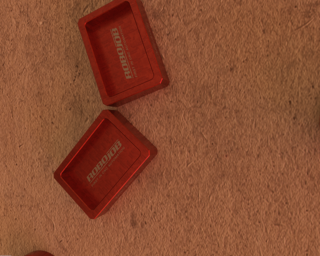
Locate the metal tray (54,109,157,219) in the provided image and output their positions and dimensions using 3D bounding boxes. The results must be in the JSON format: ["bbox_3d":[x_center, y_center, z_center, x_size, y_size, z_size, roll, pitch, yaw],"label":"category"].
[{"bbox_3d":[-0.078,0.050,0.432,0.090,0.030,0.130,43,103,14],"label":"metal tray"}]

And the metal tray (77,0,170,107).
[{"bbox_3d":[-0.051,-0.104,0.423,0.090,0.030,0.129,-21,83,18],"label":"metal tray"}]

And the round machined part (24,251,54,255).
[{"bbox_3d":[-0.191,0.241,0.465,0.098,0.042,0.097,0,90,19],"label":"round machined part"}]
